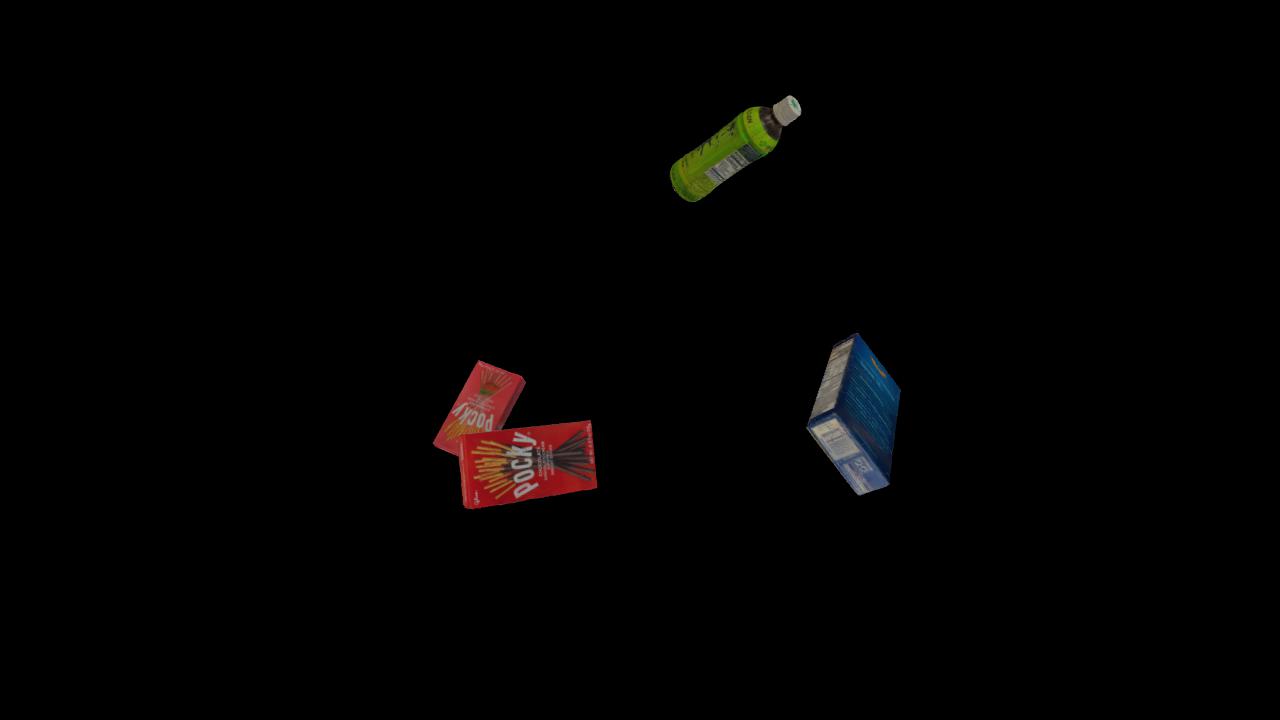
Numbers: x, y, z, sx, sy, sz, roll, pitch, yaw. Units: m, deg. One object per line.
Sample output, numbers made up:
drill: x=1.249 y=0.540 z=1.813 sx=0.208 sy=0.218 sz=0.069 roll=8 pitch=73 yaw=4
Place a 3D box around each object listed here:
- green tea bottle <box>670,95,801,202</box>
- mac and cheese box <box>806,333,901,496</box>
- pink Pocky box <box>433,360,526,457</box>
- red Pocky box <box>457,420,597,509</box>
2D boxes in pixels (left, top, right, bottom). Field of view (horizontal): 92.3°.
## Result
green tea bottle: x=0.137 y=-0.305 z=0.885 sx=0.073 sy=0.073 sz=0.212 roll=0 pitch=-16 yaw=-44
mac and cheese box: x=0.236 y=0.051 z=0.666 sx=0.041 sy=0.093 sz=0.184 roll=-35 pitch=8 yaw=36
pink Pocky box: x=-0.255 y=0.083 z=0.982 sx=0.084 sy=0.155 sz=0.029 roll=20 pitch=-20 yaw=12
red Pocky box: x=-0.125 y=0.117 z=0.702 sx=0.155 sy=0.083 sz=0.028 roll=-4 pitch=-5 yaw=-29
